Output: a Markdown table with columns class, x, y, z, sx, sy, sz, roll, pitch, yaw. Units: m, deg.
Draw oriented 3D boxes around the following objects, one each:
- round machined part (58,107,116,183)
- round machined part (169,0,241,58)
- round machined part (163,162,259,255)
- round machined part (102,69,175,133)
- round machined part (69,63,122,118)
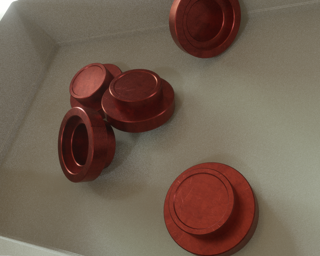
| class | x | y | z | sx | sy | sz | roll | pitch | yaw |
| --- | --- | --- | --- | --- | --- | --- | --- | --- | --- |
| round machined part | -0.095 | 0.022 | 0.413 | 0.098 | 0.042 | 0.097 | -3 | 86 | 48 |
| round machined part | 0.057 | -0.148 | 0.424 | 0.098 | 0.098 | 0.042 | -42 | 31 | -1 |
| round machined part | 0.048 | 0.080 | 0.320 | 0.098 | 0.042 | 0.098 | -13 | 56 | 21 |
| round machined part | -0.030 | -0.043 | 0.416 | 0.099 | 0.042 | 0.098 | -4 | 46 | 4 |
| round machined part | -0.102 | -0.063 | 0.488 | 0.098 | 0.042 | 0.098 | -13 | 56 | 21 |
